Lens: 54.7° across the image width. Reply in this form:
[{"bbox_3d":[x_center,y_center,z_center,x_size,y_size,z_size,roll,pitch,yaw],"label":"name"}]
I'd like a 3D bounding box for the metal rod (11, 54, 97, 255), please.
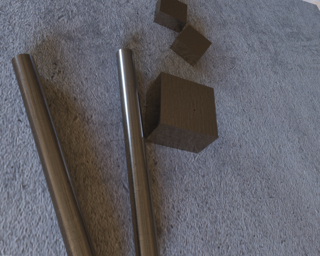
[{"bbox_3d":[-0.104,0.050,0.317,0.025,0.025,0.299,-11,68,-33],"label":"metal rod"}]

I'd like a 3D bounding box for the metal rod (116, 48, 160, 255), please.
[{"bbox_3d":[-0.029,0.026,0.373,0.025,0.025,0.299,6,59,-26],"label":"metal rod"}]

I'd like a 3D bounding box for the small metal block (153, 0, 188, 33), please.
[{"bbox_3d":[0.019,-0.199,0.538,0.050,0.025,0.050,18,55,-18],"label":"small metal block"}]

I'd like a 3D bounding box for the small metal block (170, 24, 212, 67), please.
[{"bbox_3d":[0.052,-0.138,0.518,0.050,0.025,0.050,38,51,-3],"label":"small metal block"}]

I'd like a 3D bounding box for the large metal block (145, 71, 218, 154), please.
[{"bbox_3d":[0.027,-0.019,0.416,0.081,0.050,0.080,14,56,-21],"label":"large metal block"}]
